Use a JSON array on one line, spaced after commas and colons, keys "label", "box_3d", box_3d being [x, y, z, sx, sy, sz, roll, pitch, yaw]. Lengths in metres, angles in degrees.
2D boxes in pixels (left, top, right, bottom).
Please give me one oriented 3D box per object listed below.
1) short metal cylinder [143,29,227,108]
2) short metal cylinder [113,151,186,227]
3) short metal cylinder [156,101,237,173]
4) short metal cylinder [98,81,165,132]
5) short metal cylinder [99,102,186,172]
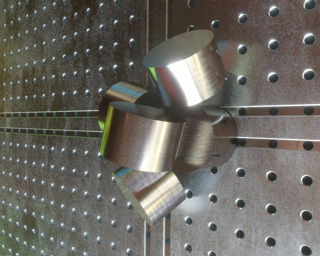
[{"label": "short metal cylinder", "box_3d": [0.028, -0.066, 0.341, 0.080, 0.080, 0.050, 3, 132, 40]}, {"label": "short metal cylinder", "box_3d": [-0.014, 0.072, 0.377, 0.080, 0.050, 0.080, 46, 160, 23]}, {"label": "short metal cylinder", "box_3d": [0.040, 0.010, 0.359, 0.080, 0.050, 0.080, -1, 88, 40]}, {"label": "short metal cylinder", "box_3d": [-0.032, -0.016, 0.400, 0.050, 0.081, 0.079, 24, 105, 37]}, {"label": "short metal cylinder", "box_3d": [-0.018, 0.007, 0.322, 0.080, 0.081, 0.050, 22, 104, 38]}]
